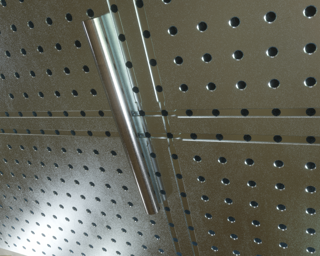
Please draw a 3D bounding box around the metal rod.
[{"bbox_3d":[-0.047,0.000,0.434,0.025,0.025,0.298,-1,118,28],"label":"metal rod"}]
